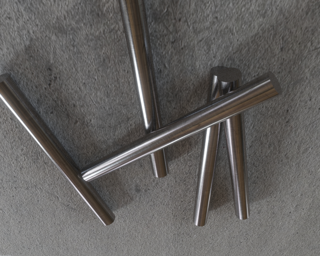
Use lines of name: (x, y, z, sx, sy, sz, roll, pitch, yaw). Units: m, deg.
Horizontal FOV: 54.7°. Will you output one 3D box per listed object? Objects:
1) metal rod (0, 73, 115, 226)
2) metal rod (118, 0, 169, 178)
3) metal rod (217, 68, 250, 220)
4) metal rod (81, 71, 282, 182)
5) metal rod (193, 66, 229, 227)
metal rod: (-0.138, 0.052, 0.449, 0.025, 0.025, 0.299, -15, 129, 12)
metal rod: (-0.016, -0.048, 0.365, 0.025, 0.025, 0.298, -5, 130, 4)
metal rod: (0.107, 0.045, 0.429, 0.025, 0.025, 0.299, -11, 135, 9)
metal rod: (0.001, 0.013, 0.379, 0.299, 0.025, 0.025, -27, 126, 36)
metal rod: (0.070, 0.049, 0.449, 0.025, 0.025, 0.298, 0, 130, 0)
